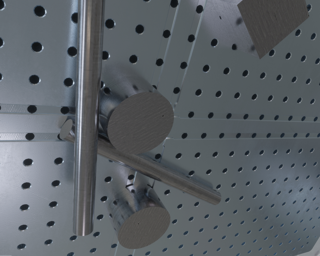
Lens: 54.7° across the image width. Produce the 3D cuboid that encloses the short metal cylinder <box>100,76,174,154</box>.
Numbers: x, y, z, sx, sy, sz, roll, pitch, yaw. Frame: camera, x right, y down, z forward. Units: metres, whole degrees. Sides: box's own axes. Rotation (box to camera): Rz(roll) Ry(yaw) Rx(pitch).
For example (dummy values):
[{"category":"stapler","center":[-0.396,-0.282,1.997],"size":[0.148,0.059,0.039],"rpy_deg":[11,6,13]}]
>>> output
[{"category":"short metal cylinder","center":[-0.031,-0.016,0.369],"size":[0.081,0.050,0.079],"rpy_deg":[-14,124,-21]}]

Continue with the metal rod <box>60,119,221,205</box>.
[{"category":"metal rod","center":[-0.005,0.062,0.446],"size":[0.301,0.025,0.025],"rpy_deg":[31,101,-38]}]

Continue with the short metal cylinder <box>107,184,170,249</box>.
[{"category":"short metal cylinder","center":[-0.032,0.131,0.459],"size":[0.081,0.050,0.079],"rpy_deg":[-14,124,-21]}]

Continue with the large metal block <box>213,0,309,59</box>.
[{"category":"large metal block","center":[0.122,-0.145,0.372],"size":[0.080,0.050,0.080],"rpy_deg":[-41,130,0]}]

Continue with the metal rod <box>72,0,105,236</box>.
[{"category":"metal rod","center":[-0.078,-0.015,0.332],"size":[0.025,0.025,0.298],"rpy_deg":[-3,112,-27]}]
